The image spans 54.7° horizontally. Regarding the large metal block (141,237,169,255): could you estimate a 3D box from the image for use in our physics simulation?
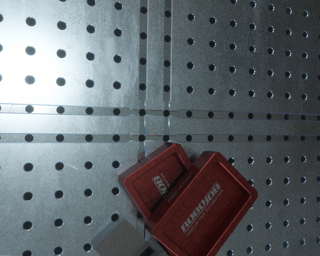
[{"bbox_3d":[-0.009,0.205,0.397,0.080,0.050,0.080,-41,103,-16],"label":"large metal block"}]

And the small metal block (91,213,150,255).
[{"bbox_3d":[-0.051,0.147,0.395,0.050,0.025,0.050,-42,104,-15],"label":"small metal block"}]

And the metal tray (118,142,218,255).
[{"bbox_3d":[0.016,0.095,0.417,0.090,0.030,0.130,-34,101,-17],"label":"metal tray"}]

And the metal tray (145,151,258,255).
[{"bbox_3d":[0.056,0.105,0.399,0.090,0.030,0.130,45,76,-15],"label":"metal tray"}]
